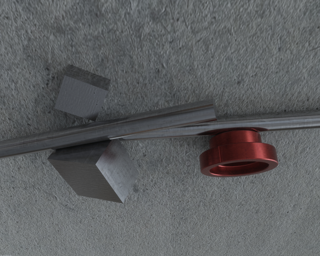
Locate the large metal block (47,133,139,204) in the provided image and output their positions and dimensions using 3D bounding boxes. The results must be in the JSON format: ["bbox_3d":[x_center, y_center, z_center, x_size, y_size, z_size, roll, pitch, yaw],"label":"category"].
[{"bbox_3d":[-0.087,0.052,0.416,0.080,0.050,0.080,2,135,29],"label":"large metal block"}]

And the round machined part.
[{"bbox_3d":[0.101,0.034,0.409,0.099,0.042,0.098,-3,159,-1],"label":"round machined part"}]

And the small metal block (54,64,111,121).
[{"bbox_3d":[-0.093,-0.041,0.371,0.050,0.025,0.050,19,127,-16],"label":"small metal block"}]

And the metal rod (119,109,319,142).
[{"bbox_3d":[0.082,-0.003,0.405,0.302,0.025,0.025,-4,130,2],"label":"metal rod"}]

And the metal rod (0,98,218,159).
[{"bbox_3d":[-0.081,0.005,0.382,0.301,0.025,0.025,-10,130,16],"label":"metal rod"}]
